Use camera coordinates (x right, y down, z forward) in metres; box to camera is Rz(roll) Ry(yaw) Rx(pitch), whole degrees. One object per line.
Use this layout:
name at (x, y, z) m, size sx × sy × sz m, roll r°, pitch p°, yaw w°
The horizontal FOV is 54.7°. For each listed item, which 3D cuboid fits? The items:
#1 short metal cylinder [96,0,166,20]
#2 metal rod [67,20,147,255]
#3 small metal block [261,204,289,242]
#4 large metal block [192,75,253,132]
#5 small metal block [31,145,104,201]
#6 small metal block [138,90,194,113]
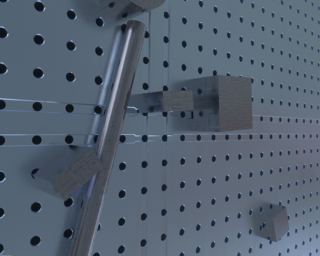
short metal cylinder at (-0.035, -0.174, 0.365) m, size 0.081 × 0.050 × 0.079 m, roll 0°, pitch 90°, yaw -40°
metal rod at (-0.061, 0.016, 0.359) m, size 0.025 × 0.025 × 0.299 m, roll 21°, pitch 77°, yaw -39°
small metal block at (0.224, 0.184, 0.602) m, size 0.050 × 0.025 × 0.050 m, roll -20°, pitch 103°, yaw -38°
large metal block at (0.097, -0.037, 0.477) m, size 0.081 × 0.050 × 0.079 m, roll -4°, pitch 93°, yaw -40°
small metal block at (-0.094, 0.043, 0.315) m, size 0.050 × 0.050 × 0.025 m, roll -43°, pitch 117°, yaw -32°
small metal block at (0.007, -0.034, 0.401) m, size 0.050 × 0.050 × 0.025 m, roll -7°, pitch 95°, yaw -40°
